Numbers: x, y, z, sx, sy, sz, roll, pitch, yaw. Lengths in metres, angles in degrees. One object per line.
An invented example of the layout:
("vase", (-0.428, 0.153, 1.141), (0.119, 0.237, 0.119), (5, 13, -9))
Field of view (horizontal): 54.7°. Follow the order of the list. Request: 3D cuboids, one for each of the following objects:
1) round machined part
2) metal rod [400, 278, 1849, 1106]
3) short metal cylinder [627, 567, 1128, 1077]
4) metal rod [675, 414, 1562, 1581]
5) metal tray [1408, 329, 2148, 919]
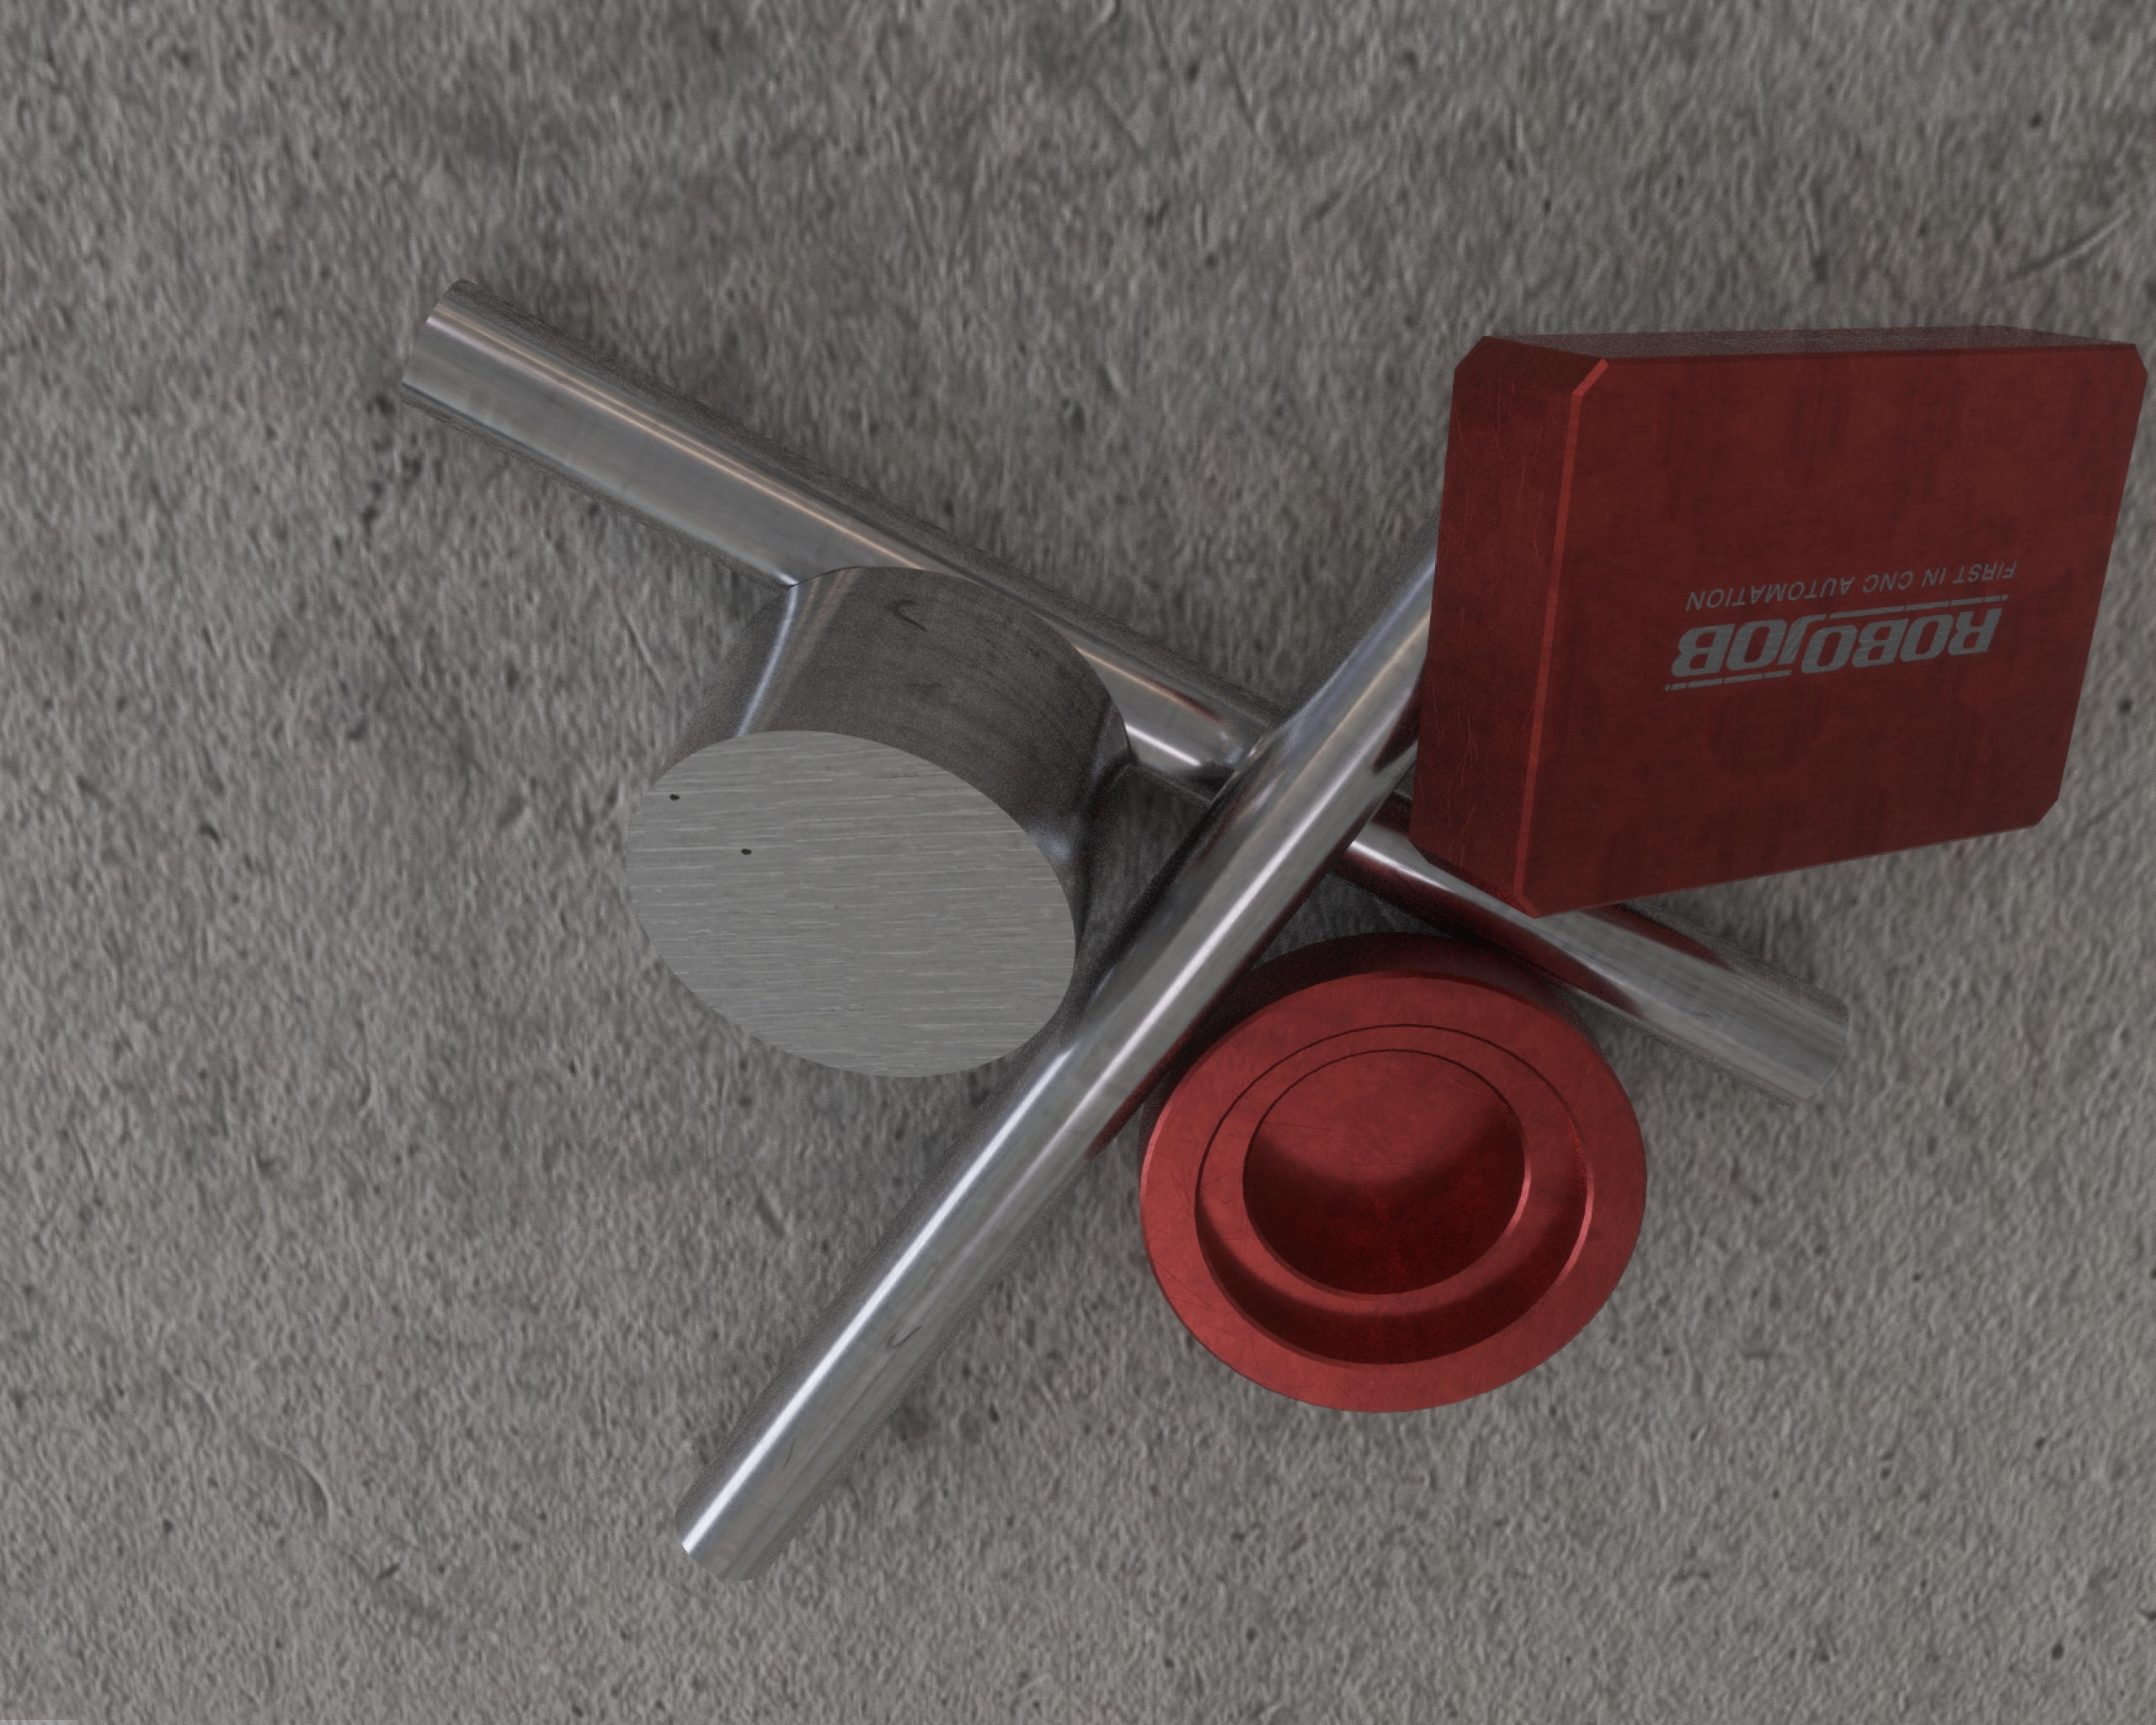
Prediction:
("round machined part", (0.061, 0.059, 0.424), (0.099, 0.042, 0.097), (0, 110, 0))
("metal rod", (0.017, -0.028, 0.402), (0.301, 0.025, 0.025), (27, 108, -10))
("short metal cylinder", (-0.035, -0.007, 0.381), (0.080, 0.050, 0.079), (7, 131, 9))
("metal rod", (0.003, 0.039, 0.407), (0.025, 0.025, 0.298), (32, 113, -11))
("metal tray", (0.123, -0.045, 0.363), (0.131, 0.030, 0.089), (-8, 113, -27))
